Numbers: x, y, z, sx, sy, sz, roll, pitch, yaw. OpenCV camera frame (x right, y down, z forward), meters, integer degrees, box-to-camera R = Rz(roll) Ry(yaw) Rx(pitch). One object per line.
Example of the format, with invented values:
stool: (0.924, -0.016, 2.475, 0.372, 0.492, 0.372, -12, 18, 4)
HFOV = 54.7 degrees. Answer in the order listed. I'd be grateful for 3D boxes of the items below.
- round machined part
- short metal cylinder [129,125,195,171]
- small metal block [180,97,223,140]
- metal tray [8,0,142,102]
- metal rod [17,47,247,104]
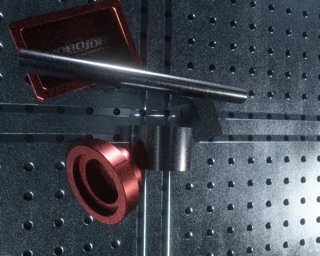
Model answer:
round machined part: (-0.060, 0.057, 0.359, 0.042, 0.098, 0.097, -28, 101, -46)
short metal cylinder: (0.002, 0.023, 0.385, 0.081, 0.080, 0.050, 3, 89, -20)
small metal block: (0.055, -0.012, 0.421, 0.025, 0.050, 0.050, -18, 97, -19)
metal tray: (-0.098, -0.095, 0.374, 0.131, 0.030, 0.090, -22, 98, -19)
metal rod: (-0.011, -0.058, 0.384, 0.302, 0.025, 0.025, 4, 89, -30)
